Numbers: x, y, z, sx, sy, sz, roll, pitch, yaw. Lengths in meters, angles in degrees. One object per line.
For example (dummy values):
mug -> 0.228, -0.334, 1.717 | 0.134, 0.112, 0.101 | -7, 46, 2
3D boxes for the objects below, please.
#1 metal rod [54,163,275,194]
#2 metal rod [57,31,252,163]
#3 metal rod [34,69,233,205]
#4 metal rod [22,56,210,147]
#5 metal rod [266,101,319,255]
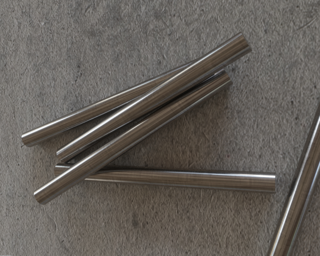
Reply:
metal rod -> -0.008, 0.064, 0.411 | 0.301, 0.025, 0.025 | 0, 90, 19
metal rod -> -0.024, -0.027, 0.400 | 0.300, 0.025, 0.025 | -30, 80, 24
metal rod -> -0.042, 0.016, 0.406 | 0.300, 0.025, 0.025 | -33, 79, 10
metal rod -> -0.071, -0.031, 0.434 | 0.300, 0.025, 0.025 | -20, 83, 18
metal rod -> 0.153, 0.099, 0.354 | 0.025, 0.025, 0.298 | 18, 96, 19
